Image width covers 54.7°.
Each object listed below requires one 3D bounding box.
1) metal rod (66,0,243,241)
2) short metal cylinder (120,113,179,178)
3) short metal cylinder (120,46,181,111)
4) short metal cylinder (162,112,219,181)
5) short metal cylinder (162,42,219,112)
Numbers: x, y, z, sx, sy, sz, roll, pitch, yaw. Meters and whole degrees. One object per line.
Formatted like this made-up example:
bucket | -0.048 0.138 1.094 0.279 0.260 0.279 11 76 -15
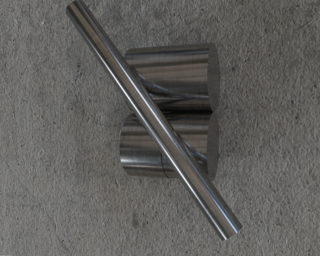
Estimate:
metal rod | -0.014 -0.018 0.330 0.025 0.025 0.299 -38 78 16
short metal cylinder | -0.009 0.021 0.384 0.050 0.080 0.079 1 90 20
short metal cylinder | -0.008 -0.060 0.384 0.050 0.080 0.079 1 90 20
short metal cylinder | 0.039 0.021 0.367 0.050 0.080 0.079 1 90 20
short metal cylinder | 0.039 -0.059 0.367 0.050 0.080 0.079 1 90 20
